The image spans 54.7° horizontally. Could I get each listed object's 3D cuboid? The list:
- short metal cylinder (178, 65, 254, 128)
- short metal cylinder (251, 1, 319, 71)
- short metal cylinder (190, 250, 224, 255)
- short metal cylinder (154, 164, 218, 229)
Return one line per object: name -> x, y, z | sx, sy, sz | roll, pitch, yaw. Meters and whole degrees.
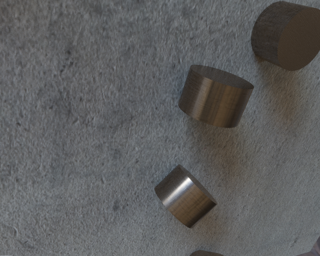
short metal cylinder -> 0.068, -0.041, 0.385 | 0.081, 0.080, 0.050 | 3, 117, -30
short metal cylinder -> 0.170, -0.122, 0.410 | 0.081, 0.050, 0.079 | -14, 125, -21
short metal cylinder -> 0.093, 0.282, 0.600 | 0.050, 0.080, 0.080 | 28, 103, -38
short metal cylinder -> 0.038, 0.099, 0.455 | 0.050, 0.080, 0.080 | -45, 130, 3
